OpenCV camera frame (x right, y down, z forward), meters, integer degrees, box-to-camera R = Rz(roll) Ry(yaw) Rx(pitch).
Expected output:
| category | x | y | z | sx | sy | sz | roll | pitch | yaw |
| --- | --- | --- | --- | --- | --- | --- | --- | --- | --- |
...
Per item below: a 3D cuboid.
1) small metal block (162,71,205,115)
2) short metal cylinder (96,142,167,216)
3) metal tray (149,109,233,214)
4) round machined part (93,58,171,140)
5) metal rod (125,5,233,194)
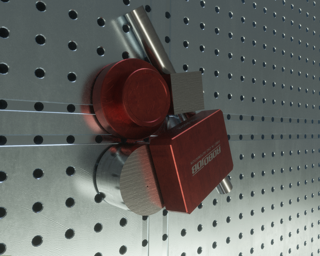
| category | x | y | z | sx | sy | sz | roll | pitch | yaw |
| --- | --- | --- | --- | --- | --- | --- | --- | --- | --- |
| small metal block | 0.028 | -0.046 | 0.398 | 0.050 | 0.025 | 0.050 | -12 | 101 | -34 |
| short metal cylinder | -0.027 | 0.058 | 0.365 | 0.081 | 0.050 | 0.079 | 0 | 90 | -40 |
| metal tray | 0.046 | 0.036 | 0.390 | 0.131 | 0.030 | 0.089 | -28 | 109 | -50 |
| round machined part | -0.026 | -0.035 | 0.370 | 0.099 | 0.042 | 0.097 | 0 | 90 | -39 |
| metal rod | 0.036 | -0.024 | 0.435 | 0.025 | 0.025 | 0.299 | -44 | 117 | -31 |
